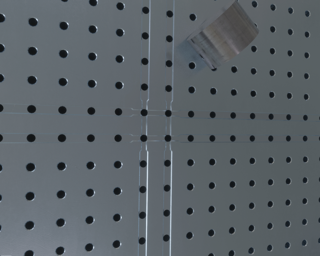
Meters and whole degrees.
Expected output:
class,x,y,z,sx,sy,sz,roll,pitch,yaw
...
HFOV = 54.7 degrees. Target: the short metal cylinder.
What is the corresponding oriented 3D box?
class,x,y,z,sx,sy,sz,roll,pitch,yaw
short metal cylinder,0.083,-0.124,0.414,0.080,0.080,0.050,-46,105,-14
